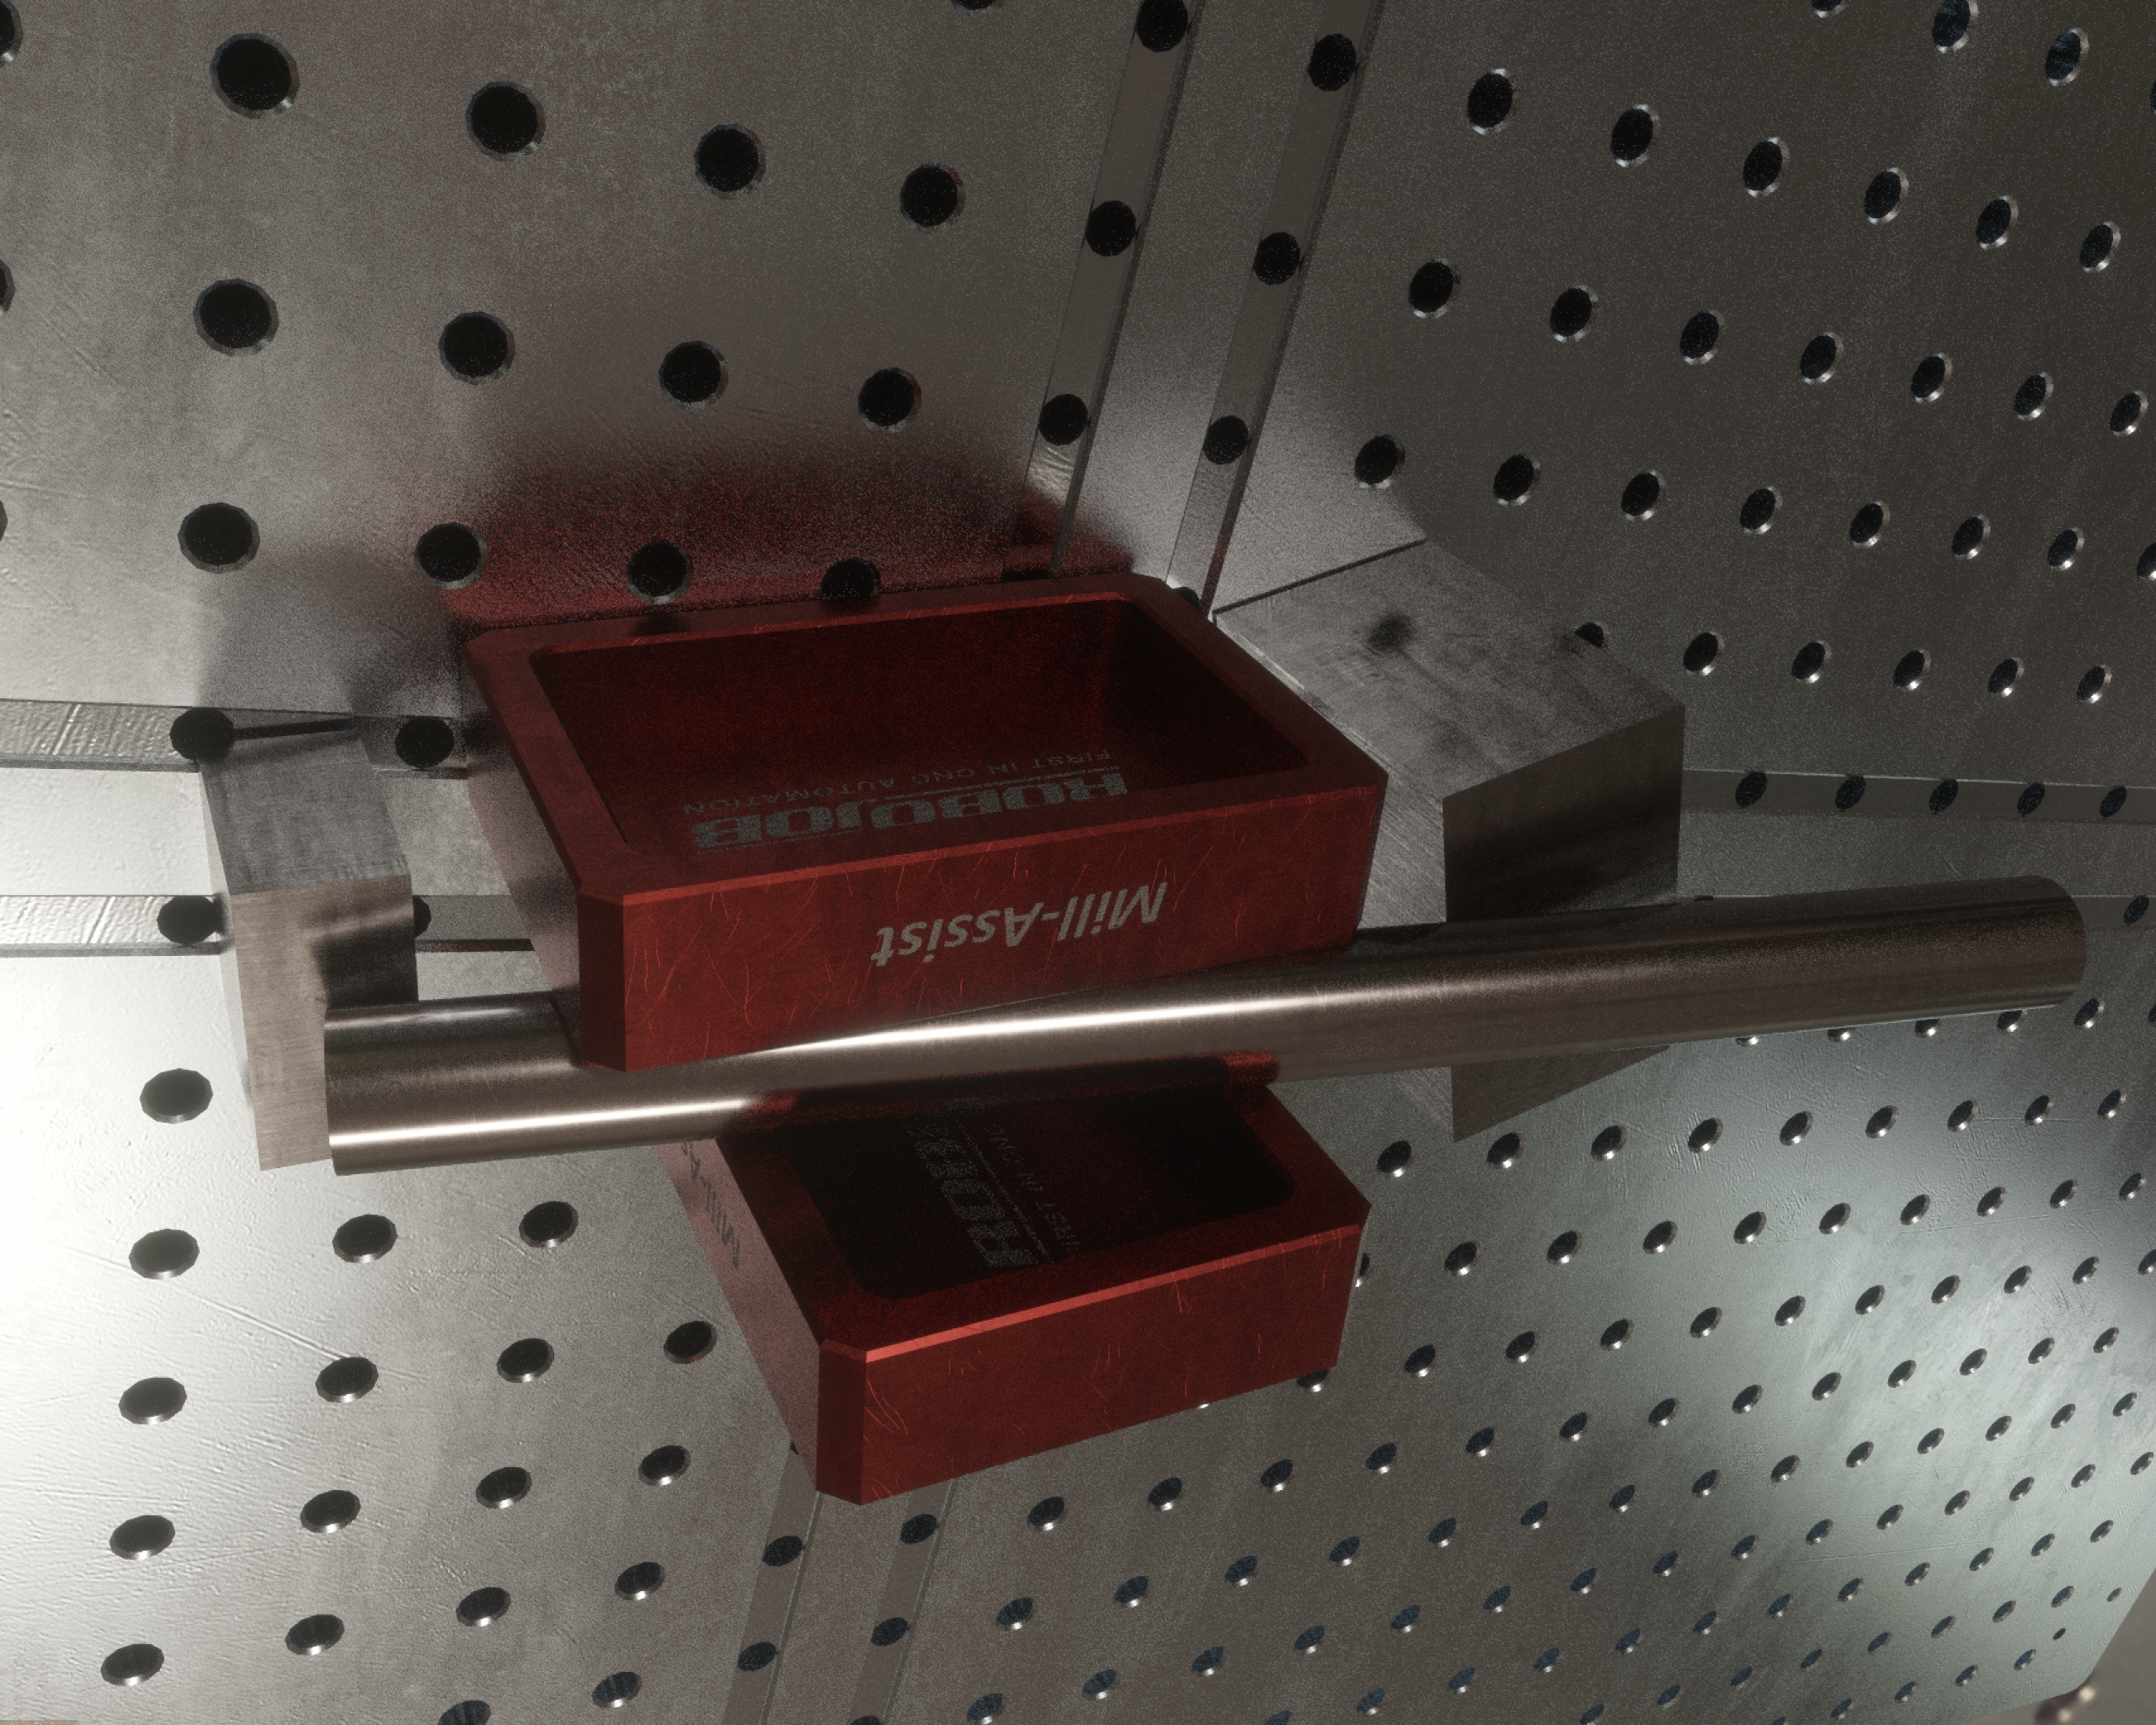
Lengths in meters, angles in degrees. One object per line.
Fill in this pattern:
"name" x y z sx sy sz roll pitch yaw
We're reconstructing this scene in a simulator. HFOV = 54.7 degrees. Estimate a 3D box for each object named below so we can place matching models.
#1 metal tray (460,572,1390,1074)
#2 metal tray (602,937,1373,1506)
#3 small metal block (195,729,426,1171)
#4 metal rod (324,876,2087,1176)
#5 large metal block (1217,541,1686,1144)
"metal tray" -0.027 -0.013 0.347 0.131 0.090 0.030 -9 123 -24
"metal tray" -0.022 0.043 0.360 0.091 0.130 0.030 -9 123 -24
"small metal block" -0.124 0.013 0.336 0.025 0.050 0.050 -8 122 -25
"metal rod" 0.035 0.024 0.349 0.302 0.025 0.025 -4 121 -16
"large metal block" 0.072 -0.006 0.412 0.050 0.080 0.079 -21 127 -17
